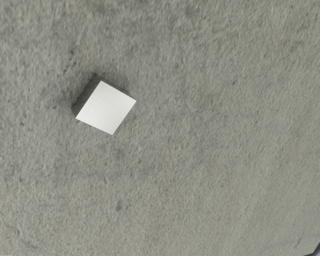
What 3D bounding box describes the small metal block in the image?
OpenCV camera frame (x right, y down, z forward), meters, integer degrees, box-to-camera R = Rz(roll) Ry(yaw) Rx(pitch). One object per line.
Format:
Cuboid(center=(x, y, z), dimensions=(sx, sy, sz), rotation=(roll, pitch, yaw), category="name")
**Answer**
Cuboid(center=(-0.064, -0.027, 0.355), dimensions=(0.050, 0.025, 0.050), rotation=(29, 103, -38), category="small metal block")
